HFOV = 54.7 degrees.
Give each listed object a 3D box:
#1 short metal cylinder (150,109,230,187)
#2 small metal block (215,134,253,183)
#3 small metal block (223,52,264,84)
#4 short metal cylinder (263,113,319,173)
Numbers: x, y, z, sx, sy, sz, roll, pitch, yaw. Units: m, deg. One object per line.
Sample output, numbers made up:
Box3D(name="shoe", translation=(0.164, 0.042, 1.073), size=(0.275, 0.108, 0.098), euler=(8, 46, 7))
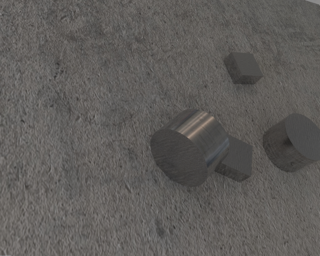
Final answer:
Box3D(name="short metal cylinder", translation=(0.036, 0.024, 0.373), size=(0.080, 0.080, 0.050), euler=(47, 51, 5))
Box3D(name="small metal block", translation=(0.100, 0.041, 0.432), size=(0.050, 0.025, 0.050), euler=(25, 53, -13))
Box3D(name="small metal block", translation=(0.147, -0.105, 0.547), size=(0.050, 0.025, 0.050), euler=(-3, 63, -30))
Box3D(name="short metal cylinder", translation=(0.211, 0.024, 0.486), size=(0.081, 0.050, 0.080), euler=(14, 56, -21))
